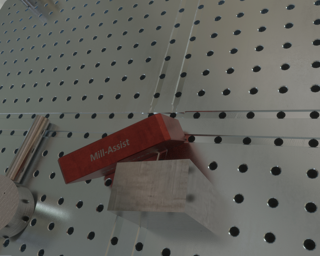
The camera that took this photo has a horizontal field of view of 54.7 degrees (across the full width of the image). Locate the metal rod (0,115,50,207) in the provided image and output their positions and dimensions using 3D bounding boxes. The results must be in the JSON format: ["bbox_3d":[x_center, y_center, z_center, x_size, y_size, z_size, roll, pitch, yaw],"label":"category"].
[{"bbox_3d":[-0.241,0.115,0.464,0.025,0.025,0.300,5,64,30],"label":"metal rod"}]

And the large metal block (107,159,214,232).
[{"bbox_3d":[0.005,0.073,0.326,0.080,0.080,0.050,-6,59,25],"label":"large metal block"}]

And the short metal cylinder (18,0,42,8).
[{"bbox_3d":[-0.331,-0.353,0.783,0.080,0.050,0.080,-13,56,21],"label":"short metal cylinder"}]

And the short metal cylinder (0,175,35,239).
[{"bbox_3d":[-0.223,0.108,0.425,0.080,0.050,0.080,-1,66,1],"label":"short metal cylinder"}]

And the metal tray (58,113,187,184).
[{"bbox_3d":[-0.041,0.026,0.369,0.130,0.090,0.030,-24,80,13],"label":"metal tray"}]
